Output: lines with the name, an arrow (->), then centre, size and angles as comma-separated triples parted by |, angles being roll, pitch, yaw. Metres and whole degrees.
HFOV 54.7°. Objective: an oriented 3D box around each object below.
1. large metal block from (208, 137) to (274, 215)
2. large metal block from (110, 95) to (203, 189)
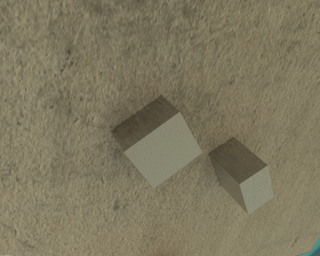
large metal block -> 0.128, 0.075, 0.490 | 0.050, 0.080, 0.080 | -32, 129, -8
large metal block -> -0.003, 0.018, 0.402 | 0.080, 0.050, 0.080 | -36, 130, -5
